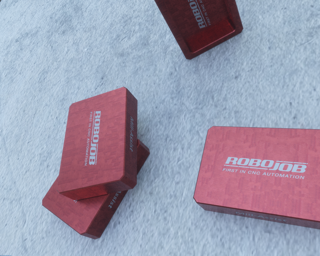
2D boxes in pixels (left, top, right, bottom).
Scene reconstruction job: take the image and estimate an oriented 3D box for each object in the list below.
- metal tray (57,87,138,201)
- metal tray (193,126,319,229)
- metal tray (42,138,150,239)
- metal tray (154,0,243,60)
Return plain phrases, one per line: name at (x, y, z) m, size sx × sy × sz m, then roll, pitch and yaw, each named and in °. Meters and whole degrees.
metal tray at (-0.075, 0.018, 0.389) m, size 0.090 × 0.030 × 0.130 m, roll -15°, pitch 56°, yaw 19°
metal tray at (0.107, 0.046, 0.316) m, size 0.130 × 0.030 × 0.090 m, roll 2°, pitch 63°, yaw 28°
metal tray at (-0.083, 0.064, 0.404) m, size 0.090 × 0.030 × 0.130 m, roll 20°, pitch 72°, yaw 35°
metal tray at (0.050, -0.159, 0.407) m, size 0.090 × 0.130 × 0.030 m, roll -27°, pitch 53°, yaw 11°
